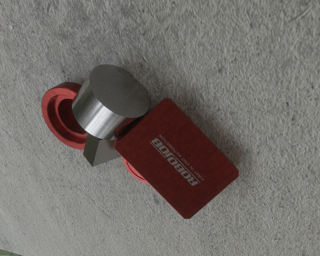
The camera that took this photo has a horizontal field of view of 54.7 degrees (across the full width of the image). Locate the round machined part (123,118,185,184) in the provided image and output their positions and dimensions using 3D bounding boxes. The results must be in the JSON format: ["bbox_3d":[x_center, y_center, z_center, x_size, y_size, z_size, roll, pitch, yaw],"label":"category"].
[{"bbox_3d":[-0.012,0.038,0.425,0.098,0.042,0.097,13,124,20],"label":"round machined part"}]

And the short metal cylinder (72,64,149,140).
[{"bbox_3d":[-0.061,-0.032,0.384,0.080,0.080,0.050,44,129,-3],"label":"short metal cylinder"}]

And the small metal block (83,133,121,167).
[{"bbox_3d":[-0.071,0.020,0.417,0.025,0.050,0.050,46,133,28],"label":"small metal block"}]

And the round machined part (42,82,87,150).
[{"bbox_3d":[-0.116,-0.021,0.443,0.098,0.042,0.097,13,124,20],"label":"round machined part"}]

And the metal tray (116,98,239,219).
[{"bbox_3d":[0.021,0.037,0.387,0.090,0.030,0.130,-43,95,7],"label":"metal tray"}]
